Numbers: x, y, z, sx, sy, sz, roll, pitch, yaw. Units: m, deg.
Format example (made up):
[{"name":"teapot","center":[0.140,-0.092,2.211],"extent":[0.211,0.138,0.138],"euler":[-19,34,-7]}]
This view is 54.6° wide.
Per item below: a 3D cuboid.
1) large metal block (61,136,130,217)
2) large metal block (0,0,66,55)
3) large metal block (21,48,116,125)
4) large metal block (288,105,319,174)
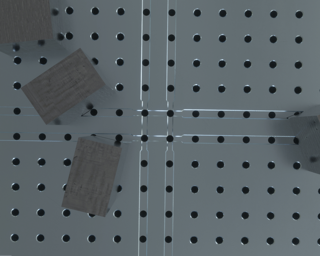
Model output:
[{"name":"large metal block","center":[-0.076,0.055,0.385],"extent":[0.050,0.080,0.080],"euler":[14,90,0]},{"name":"large metal block","center":[-0.173,-0.144,0.400],"extent":[0.080,0.050,0.080],"euler":[-6,90,0]},{"name":"large metal block","center":[-0.108,-0.047,0.385],"extent":[0.080,0.080,0.050],"euler":[-34,90,0]},{"name":"large metal block","center":[0.214,0.014,0.387],"extent":[0.050,0.080,0.080],"euler":[-22,90,0]}]
